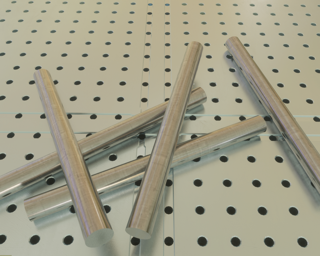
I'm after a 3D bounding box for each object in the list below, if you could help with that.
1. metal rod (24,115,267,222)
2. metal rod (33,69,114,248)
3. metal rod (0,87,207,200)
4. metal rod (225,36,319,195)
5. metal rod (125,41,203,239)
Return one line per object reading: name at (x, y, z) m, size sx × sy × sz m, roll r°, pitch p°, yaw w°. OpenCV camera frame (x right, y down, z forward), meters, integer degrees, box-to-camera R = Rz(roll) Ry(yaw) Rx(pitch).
metal rod at (-0.003, 0.041, 0.372) m, size 0.302 × 0.025 × 0.025 m, roll -19°, pitch 53°, yaw -16°
metal rod at (-0.116, 0.007, 0.368) m, size 0.025 × 0.025 × 0.300 m, roll -20°, pitch 44°, yaw -16°
metal rod at (-0.067, 0.013, 0.395) m, size 0.302 × 0.025 × 0.025 m, roll -26°, pitch 55°, yaw -21°
metal rod at (0.160, -0.035, 0.439) m, size 0.025 × 0.025 × 0.300 m, roll -10°, pitch 51°, yaw -9°
metal rod at (0.017, -0.012, 0.384) m, size 0.025 × 0.025 × 0.300 m, roll 11°, pitch 51°, yaw 9°
